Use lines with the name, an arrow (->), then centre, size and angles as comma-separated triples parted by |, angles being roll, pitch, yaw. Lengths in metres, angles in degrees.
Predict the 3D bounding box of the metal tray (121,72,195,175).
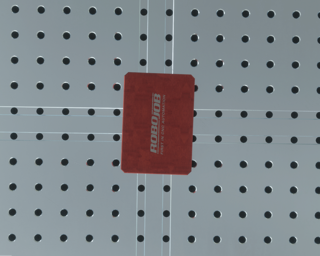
metal tray -> -0.003, -0.006, 0.410 | 0.091, 0.030, 0.129 | 2, 90, -1
